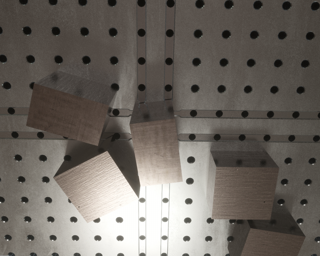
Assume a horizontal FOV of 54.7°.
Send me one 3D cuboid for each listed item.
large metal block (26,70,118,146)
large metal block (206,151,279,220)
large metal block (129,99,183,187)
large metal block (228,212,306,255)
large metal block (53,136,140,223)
[{"bbox_3d":[-0.101,-0.027,0.373,0.080,0.080,0.050,17,109,-7],"label":"large metal block"},{"bbox_3d":[0.111,0.079,0.431,0.081,0.050,0.079,1,110,-1],"label":"large metal block"},{"bbox_3d":[-0.004,0.016,0.390,0.050,0.080,0.079,-7,110,2],"label":"large metal block"},{"bbox_3d":[0.157,0.173,0.466,0.081,0.050,0.079,10,110,-4],"label":"large metal block"},{"bbox_3d":[-0.082,0.070,0.425,0.080,0.050,0.080,-27,108,9],"label":"large metal block"}]
